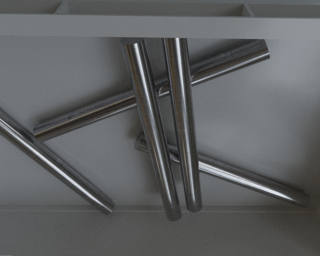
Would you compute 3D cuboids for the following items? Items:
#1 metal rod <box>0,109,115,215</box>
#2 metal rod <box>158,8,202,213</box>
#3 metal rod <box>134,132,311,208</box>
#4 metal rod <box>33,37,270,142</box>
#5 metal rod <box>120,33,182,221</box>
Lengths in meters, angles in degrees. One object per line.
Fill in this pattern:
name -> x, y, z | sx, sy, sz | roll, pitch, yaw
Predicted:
metal rod -> -0.167, 0.040, 0.441 | 0.025, 0.025, 0.300 | -26, 126, 20
metal rod -> 0.032, 0.007, 0.380 | 0.025, 0.025, 0.298 | -6, 130, 5
metal rod -> 0.105, 0.069, 0.468 | 0.302, 0.025, 0.025 | 21, 127, -17
metal rod -> -0.023, -0.040, 0.374 | 0.301, 0.025, 0.025 | -19, 128, 15
metal rod -> -0.002, 0.025, 0.396 | 0.025, 0.025, 0.298 | -7, 130, 6
